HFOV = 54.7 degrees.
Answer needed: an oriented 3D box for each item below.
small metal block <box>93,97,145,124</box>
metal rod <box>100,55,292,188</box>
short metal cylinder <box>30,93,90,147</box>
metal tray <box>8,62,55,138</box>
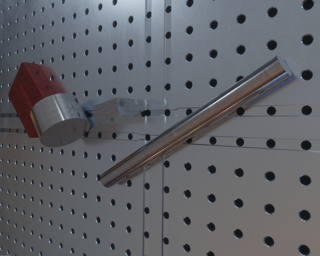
[{"bbox_3d":[-0.058,-0.023,0.438,0.050,0.050,0.025,-14,81,39],"label":"small metal block"},{"bbox_3d":[0.021,0.009,0.390,0.299,0.025,0.025,-35,69,34],"label":"metal rod"},{"bbox_3d":[-0.161,-0.012,0.504,0.080,0.081,0.050,-44,64,31],"label":"short metal cylinder"},{"bbox_3d":[-0.248,-0.055,0.607,0.130,0.030,0.090,52,120,27],"label":"metal tray"}]
